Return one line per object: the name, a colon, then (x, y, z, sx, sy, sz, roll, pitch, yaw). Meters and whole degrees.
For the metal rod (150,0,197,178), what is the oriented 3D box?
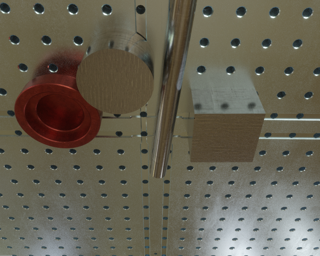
metal rod: (0.013, -0.046, 0.371, 0.025, 0.025, 0.298, 5, 130, -4)

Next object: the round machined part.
round machined part: (-0.119, -0.024, 0.379, 0.099, 0.042, 0.097, 0, 130, 0)

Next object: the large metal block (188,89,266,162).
large metal block: (0.079, -0.002, 0.394, 0.081, 0.050, 0.079, 0, 130, 0)

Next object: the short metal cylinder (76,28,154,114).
short metal cylinder: (-0.047, -0.062, 0.342, 0.081, 0.050, 0.079, 0, 130, 0)
